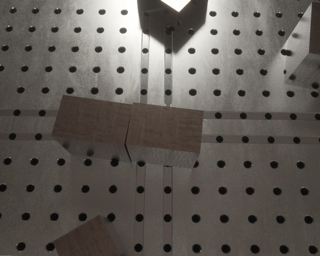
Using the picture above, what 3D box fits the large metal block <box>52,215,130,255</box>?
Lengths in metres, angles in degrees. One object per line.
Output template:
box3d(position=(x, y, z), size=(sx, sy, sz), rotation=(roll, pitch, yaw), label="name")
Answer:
box3d(position=(-0.062, 0.144, 0.329), size=(0.050, 0.080, 0.080), rotation=(-29, 73, -10), label="large metal block")

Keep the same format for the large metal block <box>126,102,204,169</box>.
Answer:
box3d(position=(0.006, 0.012, 0.378), size=(0.080, 0.080, 0.050), rotation=(7, 70, 2), label="large metal block")

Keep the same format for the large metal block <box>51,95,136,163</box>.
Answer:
box3d(position=(-0.075, 0.004, 0.380), size=(0.080, 0.080, 0.050), rotation=(8, 71, 3), label="large metal block")

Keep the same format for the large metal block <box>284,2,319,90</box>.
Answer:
box3d(position=(0.214, -0.110, 0.425), size=(0.050, 0.080, 0.080), rotation=(12, 71, 4), label="large metal block")

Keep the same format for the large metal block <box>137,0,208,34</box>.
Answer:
box3d(position=(0.021, -0.206, 0.474), size=(0.080, 0.050, 0.080), rotation=(38, 74, 12), label="large metal block")
